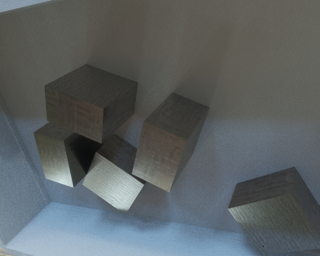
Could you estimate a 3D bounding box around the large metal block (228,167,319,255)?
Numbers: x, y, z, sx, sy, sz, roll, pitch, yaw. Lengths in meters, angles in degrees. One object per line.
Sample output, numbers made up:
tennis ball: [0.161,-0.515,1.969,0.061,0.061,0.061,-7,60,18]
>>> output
large metal block: [0.144,0.104,0.380,0.080,0.050,0.080,-27,104,37]

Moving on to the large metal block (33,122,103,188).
large metal block: [-0.128,0.026,0.455,0.050,0.080,0.079,13,124,21]

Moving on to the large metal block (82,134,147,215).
large metal block: [-0.060,0.070,0.465,0.080,0.050,0.079,34,129,5]

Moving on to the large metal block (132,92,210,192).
large metal block: [0.013,0.015,0.374,0.050,0.080,0.079,24,127,13]

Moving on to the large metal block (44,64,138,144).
large metal block: [-0.085,-0.034,0.395,0.080,0.080,0.050,21,126,15]
